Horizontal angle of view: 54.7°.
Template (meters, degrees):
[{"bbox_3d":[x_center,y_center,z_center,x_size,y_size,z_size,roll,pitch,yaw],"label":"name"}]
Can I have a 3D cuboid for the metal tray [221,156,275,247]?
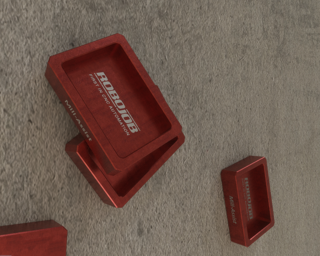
[{"bbox_3d":[0.152,0.121,0.528,0.091,0.030,0.129,-17,101,-39],"label":"metal tray"}]

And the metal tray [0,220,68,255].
[{"bbox_3d":[-0.138,0.158,0.286,0.091,0.030,0.129,5,87,-40],"label":"metal tray"}]

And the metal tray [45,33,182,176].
[{"bbox_3d":[-0.047,-0.027,0.327,0.091,0.030,0.130,-31,88,-31],"label":"metal tray"}]

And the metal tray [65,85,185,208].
[{"bbox_3d":[-0.035,0.018,0.371,0.131,0.030,0.090,-44,116,-31],"label":"metal tray"}]
